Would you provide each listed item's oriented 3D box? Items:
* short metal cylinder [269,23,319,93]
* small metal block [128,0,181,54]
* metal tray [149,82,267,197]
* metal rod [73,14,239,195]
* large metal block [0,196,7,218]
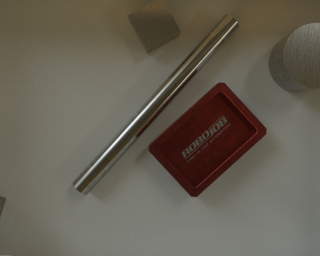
[{"bbox_3d":[0.190,-0.088,0.401,0.081,0.050,0.079,0,90,-1],"label":"short metal cylinder"},{"bbox_3d":[-0.008,-0.135,0.411,0.050,0.025,0.050,-29,90,-1],"label":"small metal block"},{"bbox_3d":[0.061,0.015,0.409,0.130,0.030,0.090,-42,91,-1],"label":"metal tray"},{"bbox_3d":[-0.005,-0.031,0.411,0.025,0.025,0.300,42,90,-1],"label":"metal rod"},{"bbox_3d":[-0.244,0.126,0.381,0.050,0.080,0.080,17,90,0],"label":"large metal block"}]
